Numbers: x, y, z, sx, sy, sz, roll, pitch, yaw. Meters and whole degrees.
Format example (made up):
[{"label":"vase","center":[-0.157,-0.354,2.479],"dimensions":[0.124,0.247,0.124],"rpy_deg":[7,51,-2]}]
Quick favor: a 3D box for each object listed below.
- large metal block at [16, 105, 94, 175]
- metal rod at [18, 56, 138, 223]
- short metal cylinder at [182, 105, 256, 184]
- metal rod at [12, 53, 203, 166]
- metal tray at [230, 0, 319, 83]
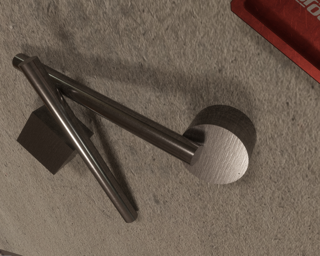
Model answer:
[{"label":"large metal block","center":[-0.164,0.014,0.484],"dimensions":[0.080,0.050,0.080],"rpy_deg":[44,129,-3]},{"label":"metal rod","center":[-0.104,0.035,0.448],"dimensions":[0.025,0.025,0.299],"rpy_deg":[-5,126,30]},{"label":"short metal cylinder","center":[0.068,0.019,0.366],"dimensions":[0.080,0.050,0.079],"rpy_deg":[13,124,20]},{"label":"metal rod","center":[-0.083,-0.034,0.392],"dimensions":[0.300,0.025,0.025],"rpy_deg":[28,129,24]},{"label":"metal tray","center":[0.139,-0.102,0.266],"dimensions":[0.130,0.030,0.089],"rpy_deg":[40,129,0]}]
